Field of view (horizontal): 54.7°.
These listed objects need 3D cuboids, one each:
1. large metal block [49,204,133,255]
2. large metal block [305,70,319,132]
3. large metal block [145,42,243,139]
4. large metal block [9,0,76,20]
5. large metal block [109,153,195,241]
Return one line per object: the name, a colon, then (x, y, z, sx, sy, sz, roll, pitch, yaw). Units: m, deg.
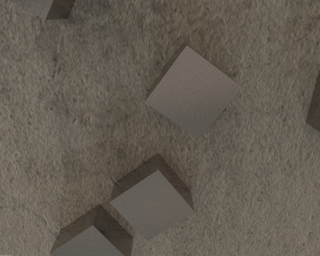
large metal block: (-0.098, 0.174, 0.459, 0.080, 0.050, 0.080, -35, 107, 12)
large metal block: (0.243, -0.033, 0.388, 0.081, 0.050, 0.079, 5, 110, -2)
large metal block: (0.038, -0.047, 0.380, 0.080, 0.050, 0.080, 34, 106, -12)
large metal block: (-0.113, -0.162, 0.319, 0.050, 0.080, 0.080, 28, 108, -10)
large metal block: (-0.010, 0.096, 0.432, 0.080, 0.050, 0.080, -35, 107, 12)
